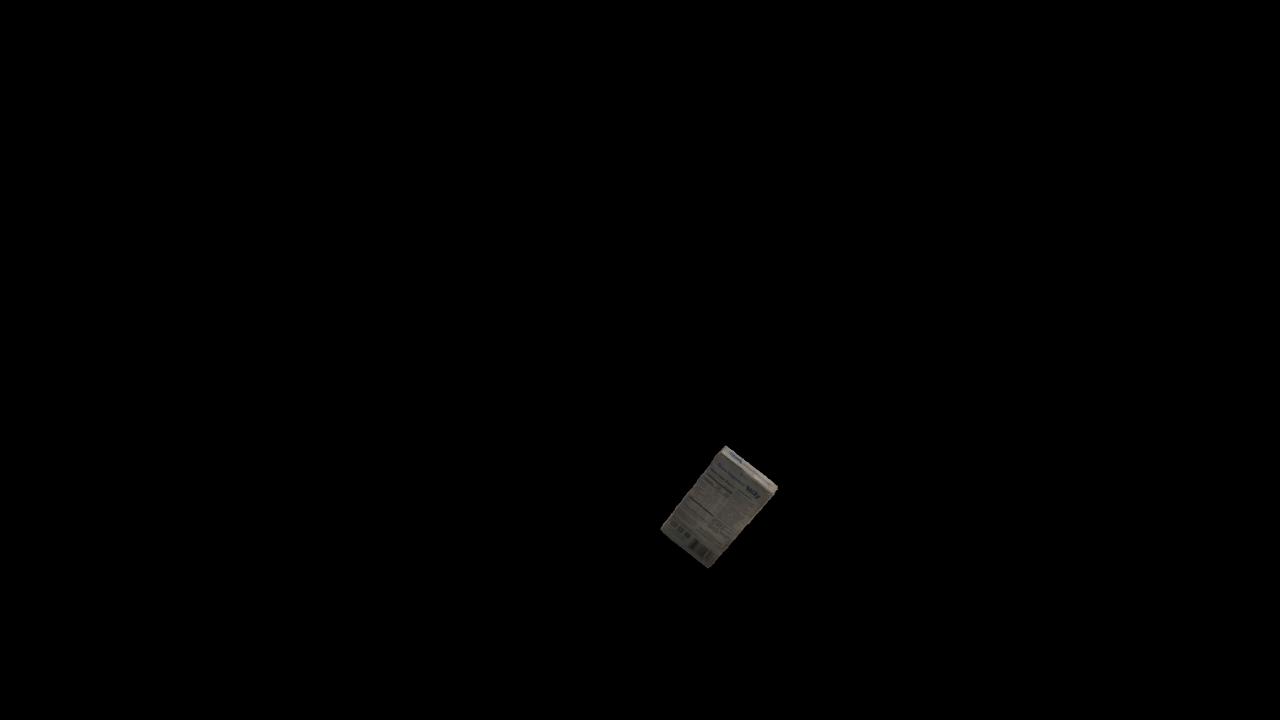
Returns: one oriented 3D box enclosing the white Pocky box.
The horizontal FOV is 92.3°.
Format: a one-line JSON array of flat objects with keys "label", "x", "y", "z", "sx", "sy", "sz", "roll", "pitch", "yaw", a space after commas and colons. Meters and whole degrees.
[{"label": "white Pocky box", "x": 0.098, "y": 0.190, "z": 0.786, "sx": 0.084, "sy": 0.154, "sz": 0.028, "roll": 37, "pitch": 28, "yaw": 11}]
